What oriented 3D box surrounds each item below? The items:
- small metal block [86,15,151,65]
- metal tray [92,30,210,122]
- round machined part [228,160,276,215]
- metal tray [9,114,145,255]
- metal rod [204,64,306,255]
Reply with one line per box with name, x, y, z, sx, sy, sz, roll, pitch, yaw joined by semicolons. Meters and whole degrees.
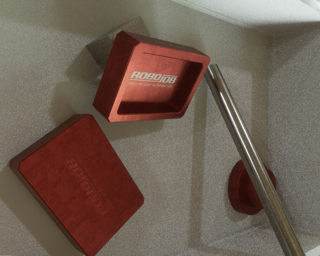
small metal block;-0.047;-0.099;0.352;0.050;0.050;0.025;-45;117;-31
metal tray;-0.005;-0.054;0.359;0.131;0.030;0.089;-5;127;-48
round machined part;0.165;0.103;0.538;0.099;0.042;0.097;0;90;-40
metal tray;-0.082;0.061;0.336;0.090;0.030;0.130;-43;116;-32
metal rod;0.130;0.044;0.443;0.025;0.025;0.299;-11;73;-40
